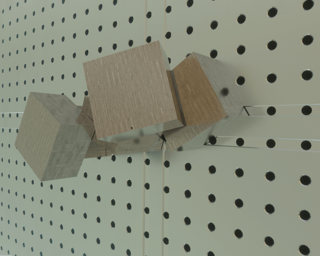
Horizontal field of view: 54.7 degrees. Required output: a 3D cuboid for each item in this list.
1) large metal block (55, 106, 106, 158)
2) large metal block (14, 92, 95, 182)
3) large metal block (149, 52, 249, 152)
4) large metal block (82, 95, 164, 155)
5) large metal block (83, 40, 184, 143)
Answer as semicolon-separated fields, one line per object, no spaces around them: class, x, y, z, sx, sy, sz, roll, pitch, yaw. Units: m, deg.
large metal block;-0.134;0.009;0.481;0.050;0.081;0.080;-8;85;39
large metal block;-0.136;0.009;0.397;0.080;0.050;0.079;38;113;33
large metal block;0.040;-0.027;0.358;0.080;0.050;0.080;-37;68;33
large metal block;-0.048;-0.006;0.410;0.080;0.081;0.050;24;105;37
large metal block;-0.026;-0.034;0.323;0.080;0.050;0.080;-14;80;9
